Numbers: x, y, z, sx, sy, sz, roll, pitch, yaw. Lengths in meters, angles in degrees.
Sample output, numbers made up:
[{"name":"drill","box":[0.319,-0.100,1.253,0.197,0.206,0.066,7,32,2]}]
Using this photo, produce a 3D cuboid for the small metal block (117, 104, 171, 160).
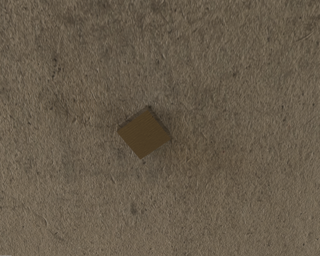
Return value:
[{"name":"small metal block","box":[-0.021,0.005,0.413,0.050,0.025,0.050,-35,107,11]}]
